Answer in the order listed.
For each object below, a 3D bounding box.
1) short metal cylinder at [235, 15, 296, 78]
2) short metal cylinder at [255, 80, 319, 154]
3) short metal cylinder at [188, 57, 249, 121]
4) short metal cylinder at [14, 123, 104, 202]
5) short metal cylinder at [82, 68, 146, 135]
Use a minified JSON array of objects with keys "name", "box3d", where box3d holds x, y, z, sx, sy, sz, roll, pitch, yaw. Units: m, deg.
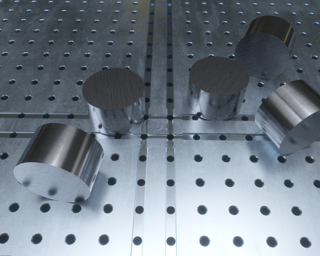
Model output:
[{"name":"short metal cylinder","box3d":[0.162,-0.124,0.477,0.080,0.080,0.050,20,53,16]},{"name":"short metal cylinder","box3d":[0.167,-0.013,0.383,0.081,0.080,0.050,-19,53,-15]},{"name":"short metal cylinder","box3d":[0.080,-0.056,0.439,0.081,0.050,0.080,0,50,0]},{"name":"short metal cylinder","box3d":[-0.108,0.039,0.338,0.080,0.080,0.050,7,51,6]},{"name":"short metal cylinder","box3d":[-0.060,-0.037,0.422,0.081,0.050,0.080,0,50,0]}]
